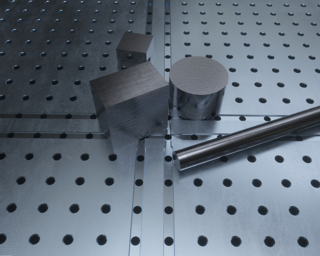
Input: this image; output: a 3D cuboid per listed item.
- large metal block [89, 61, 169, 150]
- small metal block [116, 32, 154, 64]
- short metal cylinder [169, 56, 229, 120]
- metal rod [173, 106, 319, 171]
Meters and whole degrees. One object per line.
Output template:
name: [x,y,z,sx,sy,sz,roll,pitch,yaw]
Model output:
large metal block: [-0.037,-0.028,0.395,0.081,0.080,0.050,-23,54,-18]
small metal block: [-0.041,-0.134,0.520,0.050,0.025,0.050,10,51,8]
short metal cylinder: [0.053,-0.057,0.440,0.081,0.050,0.080,0,50,0]
metal rod: [0.161,-0.001,0.410,0.302,0.025,0.025,-16,52,-14]
